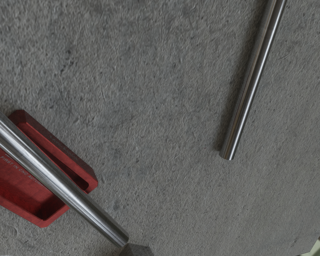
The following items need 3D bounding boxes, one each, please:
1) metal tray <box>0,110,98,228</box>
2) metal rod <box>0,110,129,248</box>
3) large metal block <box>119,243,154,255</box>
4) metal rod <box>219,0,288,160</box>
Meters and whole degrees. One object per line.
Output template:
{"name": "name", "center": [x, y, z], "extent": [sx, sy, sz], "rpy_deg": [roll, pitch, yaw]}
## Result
{"name": "metal tray", "center": [-0.146, 0.052, 0.356], "extent": [0.090, 0.030, 0.130], "rpy_deg": [-39, 130, -2]}
{"name": "metal rod", "center": [-0.115, 0.057, 0.340], "extent": [0.025, 0.025, 0.299], "rpy_deg": [-35, 129, -5]}
{"name": "large metal block", "center": [-0.042, 0.251, 0.506], "extent": [0.050, 0.080, 0.080], "rpy_deg": [29, 102, -38]}
{"name": "metal rod", "center": [0.132, -0.086, 0.427], "extent": [0.025, 0.025, 0.298], "rpy_deg": [-4, 120, -27]}
